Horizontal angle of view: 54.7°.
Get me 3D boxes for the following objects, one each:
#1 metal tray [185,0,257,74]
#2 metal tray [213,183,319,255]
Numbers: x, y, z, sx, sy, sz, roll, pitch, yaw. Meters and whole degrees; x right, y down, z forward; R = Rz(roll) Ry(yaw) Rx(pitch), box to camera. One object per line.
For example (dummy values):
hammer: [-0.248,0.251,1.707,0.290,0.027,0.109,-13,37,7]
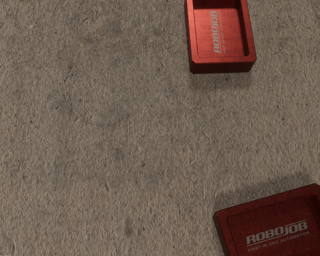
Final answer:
metal tray: [0.086,-0.145,0.459,0.091,0.030,0.130,-2,70,-1]
metal tray: [0.138,0.125,0.361,0.131,0.030,0.090,-14,71,-6]
